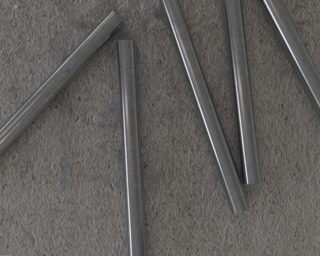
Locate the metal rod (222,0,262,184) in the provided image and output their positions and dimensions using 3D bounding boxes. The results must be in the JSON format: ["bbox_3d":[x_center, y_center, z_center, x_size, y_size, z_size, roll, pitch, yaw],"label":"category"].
[{"bbox_3d":[0.106,-0.076,0.410,0.025,0.025,0.298,-7,90,0],"label":"metal rod"}]

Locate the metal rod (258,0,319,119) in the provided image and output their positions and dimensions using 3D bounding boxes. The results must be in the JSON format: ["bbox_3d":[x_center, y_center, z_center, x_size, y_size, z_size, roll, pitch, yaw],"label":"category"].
[{"bbox_3d":[0.169,-0.123,0.410,0.025,0.025,0.299,-28,90,0],"label":"metal rod"}]

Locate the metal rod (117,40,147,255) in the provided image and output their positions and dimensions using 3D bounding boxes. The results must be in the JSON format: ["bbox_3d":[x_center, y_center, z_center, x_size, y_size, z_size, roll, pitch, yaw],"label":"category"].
[{"bbox_3d":[-0.037,0.036,0.409,0.025,0.025,0.298,-3,90,0],"label":"metal rod"}]

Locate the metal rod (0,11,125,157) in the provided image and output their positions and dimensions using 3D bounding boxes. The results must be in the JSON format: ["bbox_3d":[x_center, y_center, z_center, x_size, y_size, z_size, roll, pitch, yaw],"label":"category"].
[{"bbox_3d":[-0.158,-0.036,0.408,0.025,0.025,0.300,43,90,0],"label":"metal rod"}]

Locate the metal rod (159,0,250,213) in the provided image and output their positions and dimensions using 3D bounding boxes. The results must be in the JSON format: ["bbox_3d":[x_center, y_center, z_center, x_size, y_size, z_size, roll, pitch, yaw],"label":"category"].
[{"bbox_3d":[0.058,-0.034,0.410,0.025,0.025,0.299,-19,90,0],"label":"metal rod"}]
